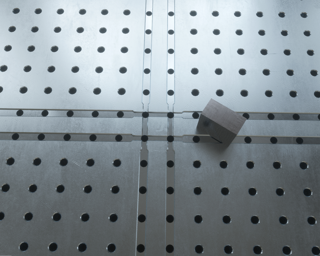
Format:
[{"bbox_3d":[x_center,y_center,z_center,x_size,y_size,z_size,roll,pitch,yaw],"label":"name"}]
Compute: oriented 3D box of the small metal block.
[{"bbox_3d":[0.078,-0.006,0.401,0.050,0.050,0.025,32,73,11],"label":"small metal block"}]
